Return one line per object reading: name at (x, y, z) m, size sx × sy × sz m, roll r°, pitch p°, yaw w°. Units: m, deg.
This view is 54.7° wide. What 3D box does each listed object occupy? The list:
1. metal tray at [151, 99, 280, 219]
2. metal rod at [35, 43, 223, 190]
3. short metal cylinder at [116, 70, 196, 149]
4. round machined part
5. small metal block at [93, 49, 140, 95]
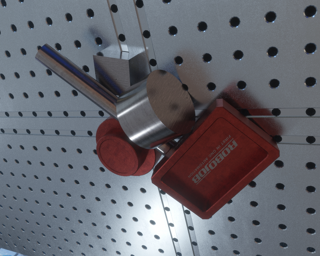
metal tray at (0.063, 0.041, 0.372) m, size 0.090 × 0.030 × 0.129 m, roll 37°, pitch 114°, yaw -7°
metal rod at (-0.026, -0.003, 0.400) m, size 0.301 × 0.025 × 0.025 m, roll 38°, pitch 129°, yaw -8°
short metal cylinder at (-0.004, -0.021, 0.363) m, size 0.050 × 0.080 × 0.080 m, roll -28°, pitch 103°, yaw 37°
round machined part at (-0.051, 0.030, 0.443) m, size 0.098 × 0.042 × 0.097 m, roll 13°, pitch 124°, yaw 20°
small metal block at (-0.054, -0.070, 0.395) m, size 0.050 × 0.025 × 0.050 m, roll 12°, pitch 124°, yaw 21°
